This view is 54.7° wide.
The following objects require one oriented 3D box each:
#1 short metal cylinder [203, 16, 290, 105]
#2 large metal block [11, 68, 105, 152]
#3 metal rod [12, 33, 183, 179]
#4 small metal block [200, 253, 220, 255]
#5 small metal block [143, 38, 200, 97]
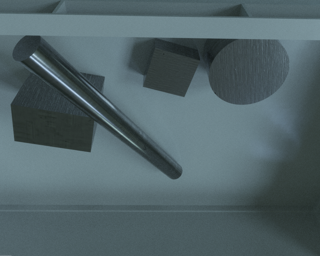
[{"bbox_3d":[0.090,-0.072,0.333,0.081,0.050,0.079,0,130,0],"label":"short metal cylinder"},{"bbox_3d":[-0.111,-0.024,0.351,0.081,0.080,0.050,10,130,-9],"label":"large metal block"},{"bbox_3d":[-0.037,0.004,0.344,0.025,0.025,0.300,-20,149,16],"label":"metal rod"},{"bbox_3d":[0.105,0.297,0.666,0.050,0.025,0.050,15,129,-13],"label":"small metal block"},{"bbox_3d":[0.012,-0.068,0.352,0.050,0.025,0.050,13,129,-12],"label":"small metal block"}]
